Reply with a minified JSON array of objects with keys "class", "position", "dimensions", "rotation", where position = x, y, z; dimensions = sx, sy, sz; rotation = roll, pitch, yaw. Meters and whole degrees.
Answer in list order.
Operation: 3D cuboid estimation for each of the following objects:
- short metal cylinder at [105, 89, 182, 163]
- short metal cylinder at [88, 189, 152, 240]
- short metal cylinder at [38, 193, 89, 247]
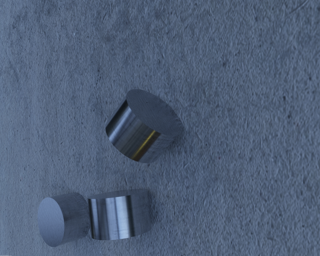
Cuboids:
[{"class":"short metal cylinder","position":[-0.020,-0.003,0.386],"dimensions":[0.050,0.081,0.080],"rotation":[-51,60,28]},{"class":"short metal cylinder","position":[-0.053,0.113,0.413],"dimensions":[0.080,0.081,0.050],"rotation":[-11,83,39]},{"class":"short metal cylinder","position":[-0.162,0.153,0.523],"dimensions":[0.080,0.050,0.080],"rotation":[0,90,40]}]
